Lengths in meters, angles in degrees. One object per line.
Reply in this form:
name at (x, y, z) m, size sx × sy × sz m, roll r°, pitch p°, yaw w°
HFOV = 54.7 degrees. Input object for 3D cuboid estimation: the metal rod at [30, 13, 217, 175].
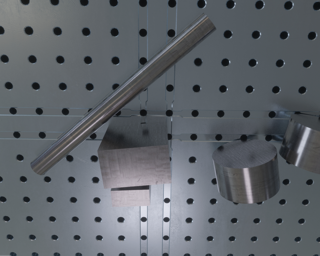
metal rod at (-0.055, -0.035, 0.399) m, size 0.300 × 0.025 × 0.025 m, roll -38°, pitch 106°, yaw 13°

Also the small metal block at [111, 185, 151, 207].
small metal block at (-0.039, 0.084, 0.431) m, size 0.050 × 0.050 × 0.025 m, roll -2°, pitch 110°, yaw 0°

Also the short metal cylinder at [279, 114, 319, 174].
short metal cylinder at (0.200, 0.019, 0.393) m, size 0.081 × 0.080 × 0.050 m, roll 9°, pitch 110°, yaw -4°

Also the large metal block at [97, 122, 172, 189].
large metal block at (-0.029, 0.032, 0.396) m, size 0.080 × 0.080 × 0.050 m, roll -5°, pitch 110°, yaw 1°

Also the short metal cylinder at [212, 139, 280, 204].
short metal cylinder at (0.113, 0.054, 0.405) m, size 0.080 × 0.080 × 0.050 m, roll -12°, pitch 110°, yaw 4°
